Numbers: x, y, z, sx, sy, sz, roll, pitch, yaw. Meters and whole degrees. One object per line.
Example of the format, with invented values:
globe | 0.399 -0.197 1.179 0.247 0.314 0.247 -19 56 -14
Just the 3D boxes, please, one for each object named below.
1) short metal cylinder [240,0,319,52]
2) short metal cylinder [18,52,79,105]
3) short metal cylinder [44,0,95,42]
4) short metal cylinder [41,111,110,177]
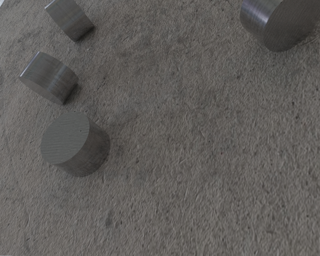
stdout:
short metal cylinder | 0.147 -0.141 0.378 0.080 0.080 0.050 -34 51 6
short metal cylinder | -0.184 -0.081 0.515 0.080 0.080 0.050 18 72 35
short metal cylinder | -0.170 -0.211 0.588 0.050 0.080 0.080 -39 51 2
short metal cylinder | -0.118 0.023 0.436 0.080 0.050 0.080 -13 56 21
